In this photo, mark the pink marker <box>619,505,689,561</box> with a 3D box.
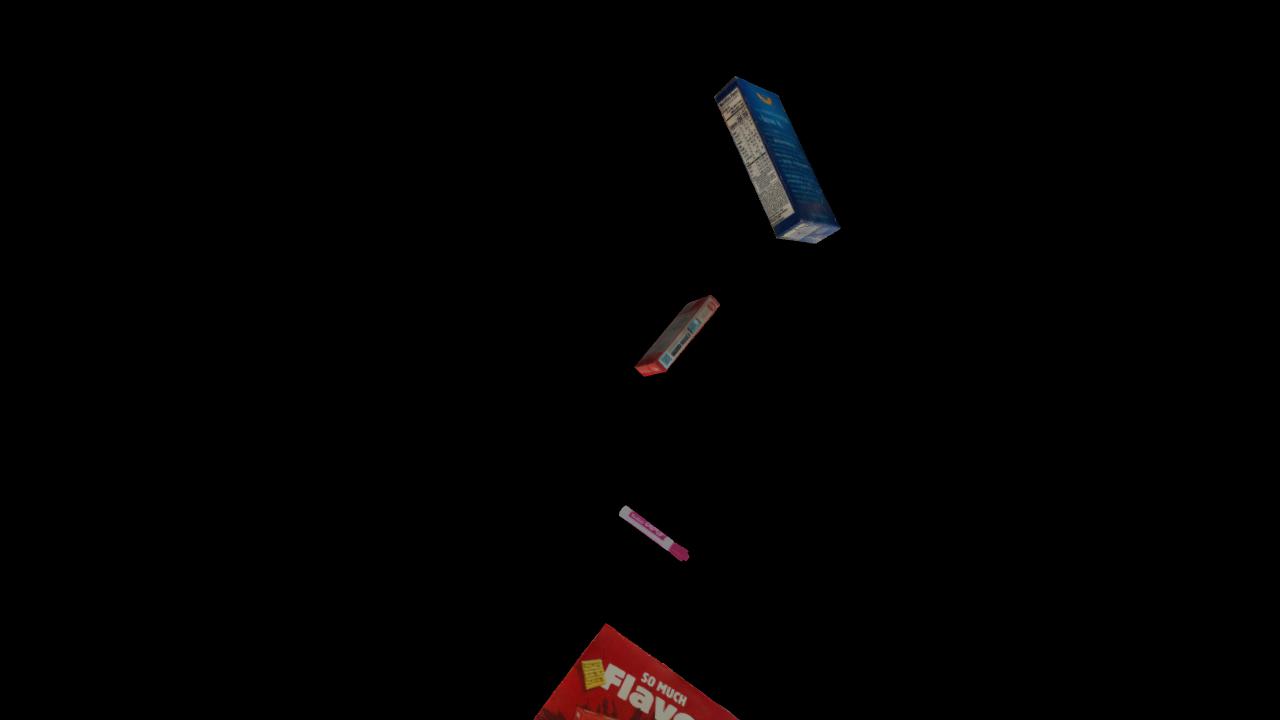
[{"bbox_3d":[0.021,0.254,0.898,0.121,0.020,0.020,31,14,25],"label":"pink marker"}]

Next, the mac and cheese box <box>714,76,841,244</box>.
[{"bbox_3d":[0.155,-0.222,0.693,0.093,0.184,0.041,-7,-18,-46],"label":"mac and cheese box"}]

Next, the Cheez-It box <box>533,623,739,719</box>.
[{"bbox_3d":[-0.024,0.337,0.460,0.166,0.071,0.223,30,34,15],"label":"Cheez-It box"}]

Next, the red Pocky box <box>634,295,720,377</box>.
[{"bbox_3d":[0.060,-0.038,1.000,0.028,0.155,0.083,45,-21,-14],"label":"red Pocky box"}]
